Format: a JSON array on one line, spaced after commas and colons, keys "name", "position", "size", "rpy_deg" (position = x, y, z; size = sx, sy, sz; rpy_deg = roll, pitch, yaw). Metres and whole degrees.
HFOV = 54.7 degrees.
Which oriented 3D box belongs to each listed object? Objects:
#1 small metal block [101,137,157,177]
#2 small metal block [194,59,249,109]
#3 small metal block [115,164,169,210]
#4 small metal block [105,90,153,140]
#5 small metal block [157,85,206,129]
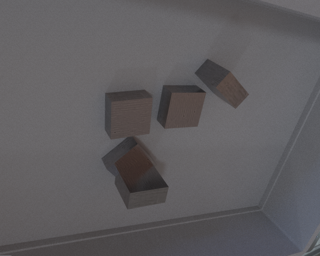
[{"name": "small metal block", "position": [-0.040, 0.045, 0.414], "size": [0.050, 0.025, 0.050], "rpy_deg": [-40, 129, -1]}, {"name": "small metal block", "position": [0.080, -0.057, 0.400], "size": [0.025, 0.050, 0.050], "rpy_deg": [-48, 129, 6]}, {"name": "small metal block", "position": [-0.024, 0.072, 0.391], "size": [0.050, 0.050, 0.025], "rpy_deg": [-4, 120, -27]}, {"name": "small metal block", "position": [-0.039, -0.017, 0.377], "size": [0.050, 0.025, 0.050], "rpy_deg": [-8, 122, -24]}, {"name": "small metal block", "position": [0.027, -0.028, 0.406], "size": [0.050, 0.025, 0.050], "rpy_deg": [-4, 120, -27]}]
